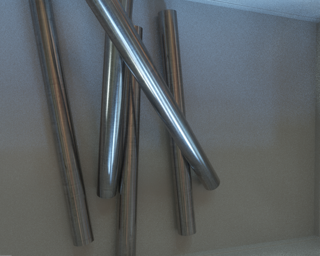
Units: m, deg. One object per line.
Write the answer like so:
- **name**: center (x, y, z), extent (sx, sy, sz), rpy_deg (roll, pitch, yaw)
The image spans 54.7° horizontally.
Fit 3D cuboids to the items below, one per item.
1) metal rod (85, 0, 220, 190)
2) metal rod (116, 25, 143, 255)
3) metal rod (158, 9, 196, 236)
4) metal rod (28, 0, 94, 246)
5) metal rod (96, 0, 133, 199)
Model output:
- **metal rod**: center (0.009, -0.021, 0.348), extent (0.025, 0.025, 0.299), rpy_deg (-45, 129, -14)
- **metal rod**: center (-0.039, 0.021, 0.395), extent (0.025, 0.025, 0.298), rpy_deg (2, 89, -20)
- **metal rod**: center (0.023, -0.006, 0.418), extent (0.025, 0.025, 0.298), rpy_deg (-6, 92, -20)
- **metal rod**: center (-0.116, -0.009, 0.367), extent (0.025, 0.025, 0.298), rpy_deg (-10, 94, -20)
- **metal rod**: center (-0.048, -0.054, 0.328), extent (0.025, 0.025, 0.298), rpy_deg (-1, 115, -20)
